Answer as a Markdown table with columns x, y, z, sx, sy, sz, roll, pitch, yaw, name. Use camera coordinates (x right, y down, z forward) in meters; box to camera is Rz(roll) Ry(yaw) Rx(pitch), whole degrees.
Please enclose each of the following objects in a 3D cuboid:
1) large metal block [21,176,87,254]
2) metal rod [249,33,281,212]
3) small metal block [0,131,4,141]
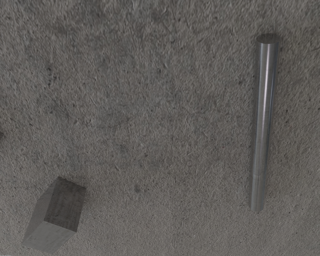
| x | y | z | sx | sy | sz | roll | pitch | yaw | name |
| --- | --- | --- | --- | --- | --- | --- | --- | --- | --- |
| -0.164 | 0.137 | 0.486 | 0.050 | 0.080 | 0.080 | 30 | 124 | -23 | large metal block |
| 0.138 | 0.017 | 0.423 | 0.025 | 0.025 | 0.298 | -7 | 130 | 6 | metal rod |
| -0.251 | 0.012 | 0.415 | 0.050 | 0.025 | 0.050 | -28 | 125 | 21 | small metal block |
